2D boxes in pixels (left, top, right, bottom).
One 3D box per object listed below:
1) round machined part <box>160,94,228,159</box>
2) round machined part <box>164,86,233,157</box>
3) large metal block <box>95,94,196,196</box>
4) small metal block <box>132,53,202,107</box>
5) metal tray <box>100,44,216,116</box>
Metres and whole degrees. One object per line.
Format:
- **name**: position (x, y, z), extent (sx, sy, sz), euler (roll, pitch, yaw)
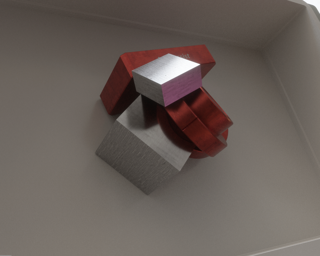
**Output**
- **round machined part**: position (0.039, -0.003, 0.419), extent (0.099, 0.042, 0.098), euler (14, 56, -21)
- **round machined part**: position (0.046, -0.018, 0.356), extent (0.098, 0.042, 0.098), euler (46, 13, -13)
- **large metal block**: position (-0.016, 0.021, 0.349), extent (0.080, 0.080, 0.050), euler (39, 51, -2)
- **small metal block**: position (0.007, -0.052, 0.322), extent (0.050, 0.025, 0.050), euler (-31, 40, -25)
- **metal tray**: position (-0.002, -0.062, 0.400), extent (0.131, 0.090, 0.030), euler (-16, 71, -35)
